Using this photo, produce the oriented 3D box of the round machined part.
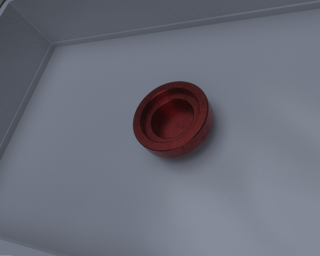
[{"bbox_3d":[0.019,-0.007,0.388,0.098,0.042,0.098,-13,56,20],"label":"round machined part"}]
